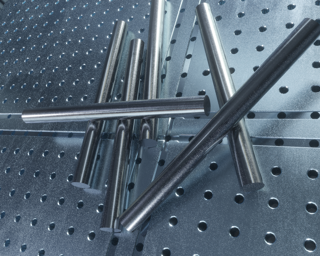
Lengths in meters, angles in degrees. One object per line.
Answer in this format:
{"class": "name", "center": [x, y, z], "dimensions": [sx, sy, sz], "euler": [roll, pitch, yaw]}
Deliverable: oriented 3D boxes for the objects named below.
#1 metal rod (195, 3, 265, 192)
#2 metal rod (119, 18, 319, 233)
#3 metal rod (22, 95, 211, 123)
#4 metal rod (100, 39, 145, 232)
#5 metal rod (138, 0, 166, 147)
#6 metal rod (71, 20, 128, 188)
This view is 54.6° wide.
{"class": "metal rod", "center": [0.081, -0.062, 0.404], "dimensions": [0.025, 0.025, 0.300], "euler": [-19, 54, 17]}
{"class": "metal rod", "center": [0.062, 0.002, 0.345], "dimensions": [0.300, 0.025, 0.025], "euler": [-48, 51, 6]}
{"class": "metal rod", "center": [-0.078, -0.023, 0.430], "dimensions": [0.300, 0.025, 0.025], "euler": [-1, 61, 27]}
{"class": "metal rod", "center": [-0.048, -0.009, 0.440], "dimensions": [0.025, 0.025, 0.300], "euler": [-9, 57, 23]}
{"class": "metal rod", "center": [-0.009, -0.109, 0.480], "dimensions": [0.025, 0.025, 0.300], "euler": [-11, 57, 22]}
{"class": "metal rod", "center": [-0.088, -0.054, 0.488], "dimensions": [0.025, 0.025, 0.300], "euler": [-6, 59, 25]}
